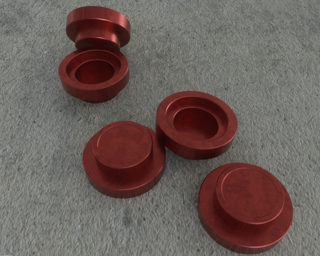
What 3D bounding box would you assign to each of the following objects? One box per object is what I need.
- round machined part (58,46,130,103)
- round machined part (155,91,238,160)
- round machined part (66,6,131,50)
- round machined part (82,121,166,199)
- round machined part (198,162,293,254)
[{"bbox_3d":[-0.094,-0.074,0.454,0.099,0.042,0.098,0,50,0],"label":"round machined part"},{"bbox_3d":[0.043,0.001,0.387,0.099,0.042,0.098,4,47,-4],"label":"round machined part"},{"bbox_3d":[-0.096,-0.143,0.483,0.099,0.098,0.042,1,77,0],"label":"round machined part"},{"bbox_3d":[-0.042,0.030,0.367,0.099,0.042,0.098,0,50,0],"label":"round machined part"},{"bbox_3d":[0.091,0.077,0.328,0.099,0.042,0.098,0,50,0],"label":"round machined part"}]
